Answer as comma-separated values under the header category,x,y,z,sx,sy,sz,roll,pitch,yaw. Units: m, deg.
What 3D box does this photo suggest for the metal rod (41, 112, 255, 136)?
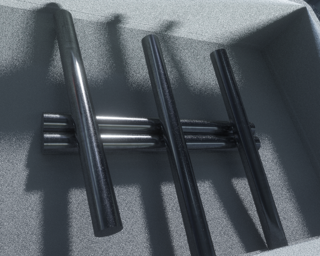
category,x,y,z,sx,sy,sz,roll,pitch,yaw
metal rod,0.005,-0.001,0.409,0.303,0.025,0.025,2,61,-28

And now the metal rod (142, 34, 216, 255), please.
category,x,y,z,sx,sy,sz,roll,pitch,yaw
metal rod,0.016,0.007,0.378,0.025,0.025,0.299,1,61,-28

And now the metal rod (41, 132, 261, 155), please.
category,x,y,z,sx,sy,sz,roll,pitch,yaw
metal rod,0.009,0.020,0.398,0.303,0.025,0.025,2,61,-28

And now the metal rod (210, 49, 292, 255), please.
category,x,y,z,sx,sy,sz,roll,pitch,yaw
metal rod,0.120,0.028,0.425,0.025,0.025,0.299,-4,72,-30

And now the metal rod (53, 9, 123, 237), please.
category,x,y,z,sx,sy,sz,roll,pitch,yaw
metal rod,-0.088,-0.031,0.345,0.025,0.025,0.299,-1,54,-29
